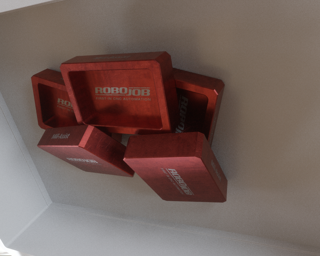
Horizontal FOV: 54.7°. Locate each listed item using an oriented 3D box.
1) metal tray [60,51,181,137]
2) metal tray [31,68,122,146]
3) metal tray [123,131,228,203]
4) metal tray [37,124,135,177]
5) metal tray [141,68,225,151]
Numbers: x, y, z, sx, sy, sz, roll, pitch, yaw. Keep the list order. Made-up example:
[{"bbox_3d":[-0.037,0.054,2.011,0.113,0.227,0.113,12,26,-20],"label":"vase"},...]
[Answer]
[{"bbox_3d":[-0.046,-0.039,0.363,0.130,0.030,0.089,4,120,26],"label":"metal tray"},{"bbox_3d":[-0.119,-0.025,0.446,0.130,0.030,0.089,18,126,17],"label":"metal tray"},{"bbox_3d":[0.025,0.053,0.380,0.090,0.030,0.130,-4,145,23],"label":"metal tray"},{"bbox_3d":[-0.101,0.033,0.431,0.130,0.030,0.090,-3,148,47],"label":"metal tray"},{"bbox_3d":[0.022,-0.006,0.387,0.090,0.030,0.129,18,125,17],"label":"metal tray"}]
